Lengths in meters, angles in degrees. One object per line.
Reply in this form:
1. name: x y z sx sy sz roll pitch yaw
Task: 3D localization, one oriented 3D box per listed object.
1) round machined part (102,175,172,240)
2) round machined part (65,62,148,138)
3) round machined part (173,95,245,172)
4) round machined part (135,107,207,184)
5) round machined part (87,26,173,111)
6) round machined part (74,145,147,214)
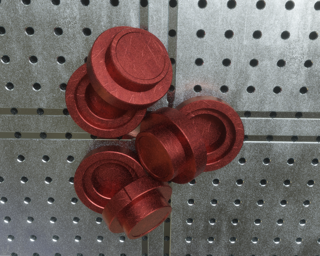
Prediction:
1. round machined part: -0.023 0.110 0.414 0.099 0.042 0.098 -28 148 -19
2. round machined part: -0.063 -0.040 0.388 0.099 0.042 0.097 0 110 0
3. round machined part: 0.056 0.005 0.406 0.099 0.042 0.097 0 110 0
4. round machined part: 0.006 0.027 0.382 0.042 0.098 0.098 -29 114 -35
5. round machined part: -0.028 -0.072 0.348 0.099 0.042 0.098 8 71 -24
6. round machined part: -0.065 0.068 0.428 0.099 0.042 0.097 0 110 0
